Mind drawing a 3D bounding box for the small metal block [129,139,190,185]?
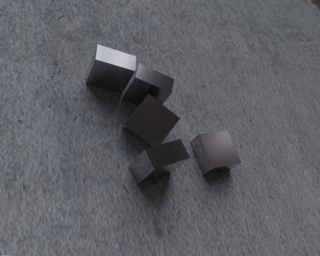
[{"bbox_3d":[-0.001,0.040,0.364,0.050,0.050,0.025,-14,69,-34],"label":"small metal block"}]

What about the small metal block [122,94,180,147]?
[{"bbox_3d":[-0.012,-0.006,0.392,0.050,0.025,0.050,39,74,-3],"label":"small metal block"}]

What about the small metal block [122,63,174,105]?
[{"bbox_3d":[-0.016,-0.051,0.412,0.050,0.050,0.025,22,53,-16],"label":"small metal block"}]

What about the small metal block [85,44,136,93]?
[{"bbox_3d":[-0.064,-0.075,0.400,0.050,0.050,0.025,13,56,-22],"label":"small metal block"}]

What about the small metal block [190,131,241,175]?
[{"bbox_3d":[0.076,0.033,0.427,0.050,0.025,0.050,-5,65,-31],"label":"small metal block"}]
